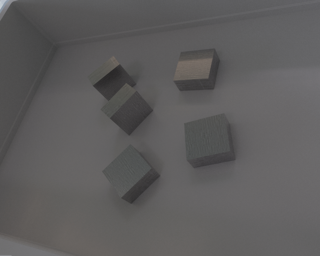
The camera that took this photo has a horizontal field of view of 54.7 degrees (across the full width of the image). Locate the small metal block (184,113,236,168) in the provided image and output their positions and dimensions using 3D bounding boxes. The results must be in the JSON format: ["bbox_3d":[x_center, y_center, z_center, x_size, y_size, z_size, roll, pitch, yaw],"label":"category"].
[{"bbox_3d":[0.058,0.015,0.366,0.050,0.025,0.050,-14,56,20],"label":"small metal block"}]

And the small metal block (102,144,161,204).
[{"bbox_3d":[-0.037,0.057,0.390,0.050,0.025,0.050,-44,51,-3],"label":"small metal block"}]

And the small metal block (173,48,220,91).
[{"bbox_3d":[0.051,-0.080,0.428,0.050,0.025,0.050,1,62,28],"label":"small metal block"}]

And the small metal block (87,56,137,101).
[{"bbox_3d":[-0.073,-0.072,0.473,0.050,0.050,0.025,-39,51,2],"label":"small metal block"}]

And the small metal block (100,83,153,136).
[{"bbox_3d":[-0.045,-0.025,0.429,0.050,0.050,0.025,-47,51,-5],"label":"small metal block"}]
